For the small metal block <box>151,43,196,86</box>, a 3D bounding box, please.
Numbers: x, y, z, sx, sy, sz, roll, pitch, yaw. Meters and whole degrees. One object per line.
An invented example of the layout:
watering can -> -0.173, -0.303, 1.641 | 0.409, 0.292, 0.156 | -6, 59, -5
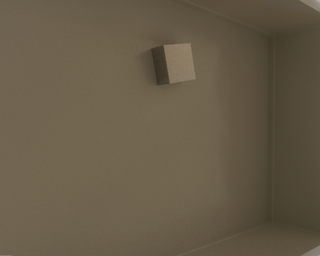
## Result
small metal block -> 0.019, -0.088, 0.425 | 0.050, 0.025, 0.050 | -16, 101, -39
